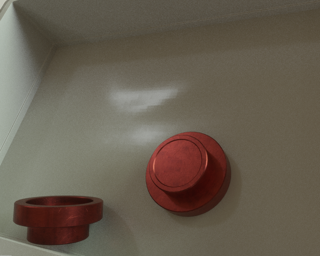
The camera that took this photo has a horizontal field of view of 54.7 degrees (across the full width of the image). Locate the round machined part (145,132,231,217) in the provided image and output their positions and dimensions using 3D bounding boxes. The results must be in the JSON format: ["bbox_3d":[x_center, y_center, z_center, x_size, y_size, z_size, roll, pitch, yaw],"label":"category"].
[{"bbox_3d":[0.027,0.047,0.352,0.098,0.042,0.098,-13,56,21],"label":"round machined part"}]

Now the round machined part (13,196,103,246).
[{"bbox_3d":[-0.117,0.106,0.361,0.098,0.098,0.042,-2,84,27],"label":"round machined part"}]
